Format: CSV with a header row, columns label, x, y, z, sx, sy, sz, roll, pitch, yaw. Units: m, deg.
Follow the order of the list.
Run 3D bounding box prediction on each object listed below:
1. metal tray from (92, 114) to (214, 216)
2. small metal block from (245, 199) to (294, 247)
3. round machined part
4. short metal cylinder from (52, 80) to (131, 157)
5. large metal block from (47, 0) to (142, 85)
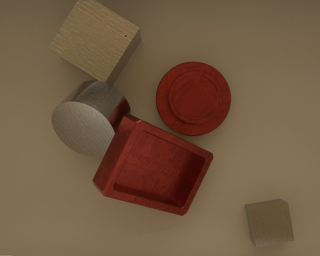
label,x,y,z,sx,sy,sz,roll,pitch,yaw
metal tray,-0.003,0.049,0.373,0.131,0.030,0.090,26,90,-37
small metal block,0.145,0.126,0.414,0.050,0.025,0.050,-9,90,-1
round machined part,0.044,-0.038,0.404,0.099,0.042,0.097,0,90,-1
short metal cylinder,-0.082,-0.011,0.378,0.080,0.050,0.079,10,129,13
large metal block,-0.080,-0.108,0.398,0.080,0.050,0.080,32,90,-1
